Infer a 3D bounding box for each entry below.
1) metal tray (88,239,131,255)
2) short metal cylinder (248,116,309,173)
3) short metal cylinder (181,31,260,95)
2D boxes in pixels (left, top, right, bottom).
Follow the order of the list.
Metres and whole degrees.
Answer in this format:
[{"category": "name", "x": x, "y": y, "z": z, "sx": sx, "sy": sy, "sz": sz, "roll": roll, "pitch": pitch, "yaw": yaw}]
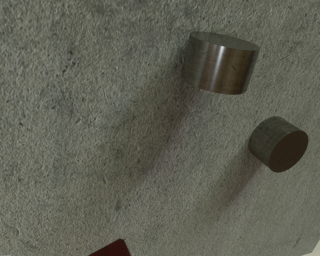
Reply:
[{"category": "metal tray", "x": -0.096, "y": 0.235, "z": 0.457, "sx": 0.131, "sy": 0.090, "sz": 0.030, "roll": -25, "pitch": 128, "yaw": -13}, {"category": "short metal cylinder", "x": 0.196, "y": 0.027, "z": 0.515, "sx": 0.081, "sy": 0.050, "sz": 0.079, "roll": -14, "pitch": 124, "yaw": -21}, {"category": "short metal cylinder", "x": 0.069, "y": -0.077, "z": 0.361, "sx": 0.081, "sy": 0.080, "sz": 0.050, "roll": -3, "pitch": 120, "yaw": -27}]
